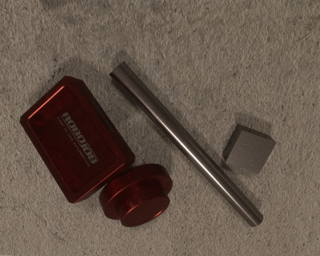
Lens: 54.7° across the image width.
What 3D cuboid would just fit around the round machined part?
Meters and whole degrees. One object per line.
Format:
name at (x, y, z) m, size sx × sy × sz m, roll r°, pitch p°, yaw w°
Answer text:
round machined part at (-0.026, 0.094, 0.408) m, size 0.099 × 0.042 × 0.097 m, roll -21°, pitch 145°, yaw -16°

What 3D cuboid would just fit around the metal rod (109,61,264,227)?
metal rod at (0.045, 0.032, 0.422) m, size 0.025 × 0.025 × 0.300 m, roll -39°, pitch 106°, yaw 13°

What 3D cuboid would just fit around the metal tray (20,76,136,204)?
metal tray at (-0.103, 0.013, 0.379) m, size 0.090 × 0.030 × 0.130 m, roll -39°, pitch 77°, yaw 12°

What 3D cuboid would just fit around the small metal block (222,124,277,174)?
small metal block at (0.120, 0.028, 0.422) m, size 0.050 × 0.025 × 0.050 m, roll 20°, pitch 109°, yaw -8°
